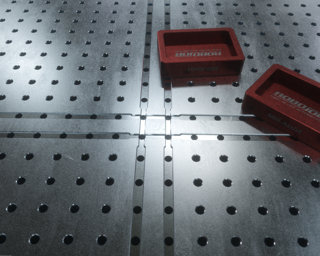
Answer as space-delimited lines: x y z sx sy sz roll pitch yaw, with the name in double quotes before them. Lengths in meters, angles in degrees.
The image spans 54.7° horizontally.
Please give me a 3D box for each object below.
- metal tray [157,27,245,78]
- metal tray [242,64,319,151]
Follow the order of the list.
"metal tray" 0.063 -0.126 0.510 0.131 0.030 0.090 -3 50 -3
"metal tray" 0.195 -0.032 0.433 0.130 0.030 0.090 34 57 24
